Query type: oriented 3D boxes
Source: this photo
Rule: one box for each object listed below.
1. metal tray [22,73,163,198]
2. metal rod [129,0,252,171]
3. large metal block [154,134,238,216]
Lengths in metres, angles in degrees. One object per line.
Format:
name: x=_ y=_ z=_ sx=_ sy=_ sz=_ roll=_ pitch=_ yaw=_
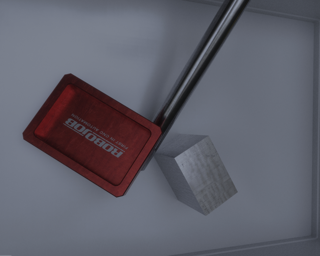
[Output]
metal tray: x=-0.074 y=0.008 z=0.355 sx=0.130 sy=0.030 sz=0.090 roll=31 pitch=80 yaw=4
metal rod: x=0.045 y=-0.074 z=0.361 sx=0.025 sy=0.025 sz=0.298 roll=26 pitch=107 yaw=-19
large metal block: x=0.041 y=0.055 z=0.398 sx=0.050 sy=0.080 sz=0.080 roll=-32 pitch=101 yaw=-17
